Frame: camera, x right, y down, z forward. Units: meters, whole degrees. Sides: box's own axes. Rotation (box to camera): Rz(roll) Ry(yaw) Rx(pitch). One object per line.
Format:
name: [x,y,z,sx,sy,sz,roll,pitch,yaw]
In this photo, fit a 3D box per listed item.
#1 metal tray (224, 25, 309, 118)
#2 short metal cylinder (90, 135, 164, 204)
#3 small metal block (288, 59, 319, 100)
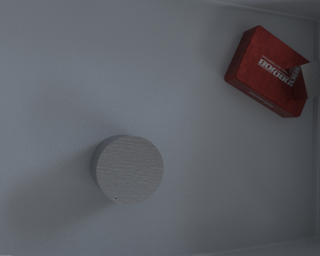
metal tray: [0.172,-0.083,0.473,0.131,0.030,0.090,28,81,-18]
short metal cylinder: [-0.042,0.049,0.383,0.081,0.050,0.079,0,90,-20]
small metal block: [0.225,-0.073,0.463,0.050,0.025,0.050,-18,97,-20]
